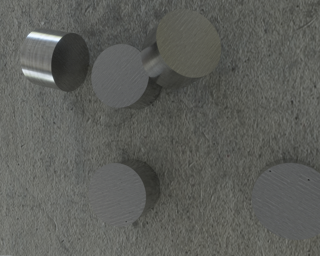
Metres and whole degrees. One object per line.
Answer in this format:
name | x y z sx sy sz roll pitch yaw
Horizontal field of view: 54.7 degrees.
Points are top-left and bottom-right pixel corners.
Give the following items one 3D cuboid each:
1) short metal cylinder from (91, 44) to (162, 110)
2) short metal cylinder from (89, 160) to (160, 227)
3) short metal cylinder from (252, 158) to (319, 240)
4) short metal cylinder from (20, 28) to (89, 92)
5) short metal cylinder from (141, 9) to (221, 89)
short metal cylinder | -0.042 -0.065 0.411 0.080 0.050 0.080 0 90 20
short metal cylinder | -0.046 0.084 0.412 0.080 0.050 0.080 0 90 20
short metal cylinder | 0.145 0.076 0.344 0.080 0.050 0.080 0 90 20
short metal cylinder | -0.143 -0.094 0.430 0.050 0.080 0.080 14 95 19
short metal cylinder | 0.024 -0.091 0.365 0.081 0.050 0.080 4 80 -22
